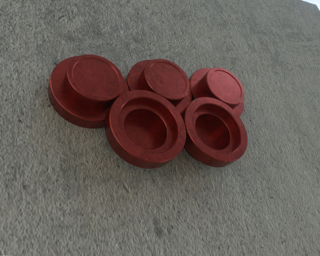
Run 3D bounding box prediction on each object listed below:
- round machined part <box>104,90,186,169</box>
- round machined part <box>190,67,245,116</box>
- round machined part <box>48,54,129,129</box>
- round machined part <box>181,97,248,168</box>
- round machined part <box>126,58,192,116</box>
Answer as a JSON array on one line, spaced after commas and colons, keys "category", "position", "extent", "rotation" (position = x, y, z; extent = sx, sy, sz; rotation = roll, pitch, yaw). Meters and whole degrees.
[{"category": "round machined part", "position": [-0.021, 0.005, 0.381], "extent": [0.099, 0.042, 0.098], "rotation": [14, 56, -21]}, {"category": "round machined part", "position": [0.090, -0.054, 0.478], "extent": [0.099, 0.042, 0.098], "rotation": [14, 56, -21]}, {"category": "round machined part", "position": [-0.084, -0.052, 0.382], "extent": [0.099, 0.042, 0.098], "rotation": [14, 56, -21]}, {"category": "round machined part", "position": [0.068, 0.009, 0.427], "extent": [0.099, 0.042, 0.098], "rotation": [14, 56, -21]}, {"category": "round machined part", "position": [0.002, -0.057, 0.432], "extent": [0.099, 0.042, 0.098], "rotation": [14, 56, -21]}]
